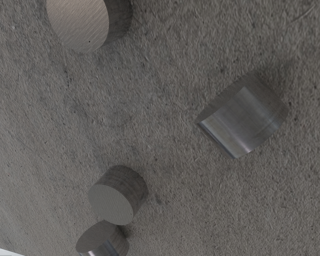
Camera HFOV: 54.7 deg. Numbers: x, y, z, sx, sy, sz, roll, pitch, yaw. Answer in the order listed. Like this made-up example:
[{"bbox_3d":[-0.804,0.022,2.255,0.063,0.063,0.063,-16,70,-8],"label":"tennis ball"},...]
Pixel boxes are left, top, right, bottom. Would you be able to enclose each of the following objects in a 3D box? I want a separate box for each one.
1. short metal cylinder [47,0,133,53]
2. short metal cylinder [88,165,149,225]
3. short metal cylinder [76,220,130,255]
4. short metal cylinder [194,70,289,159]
[{"bbox_3d":[-0.079,-0.132,0.351,0.080,0.050,0.079,13,124,21],"label":"short metal cylinder"},{"bbox_3d":[-0.066,0.106,0.491,0.080,0.050,0.079,13,124,21],"label":"short metal cylinder"},{"bbox_3d":[-0.102,0.211,0.556,0.080,0.080,0.050,-16,110,34],"label":"short metal cylinder"},{"bbox_3d":[0.082,-0.014,0.320,0.050,0.080,0.080,47,129,-5],"label":"short metal cylinder"}]
